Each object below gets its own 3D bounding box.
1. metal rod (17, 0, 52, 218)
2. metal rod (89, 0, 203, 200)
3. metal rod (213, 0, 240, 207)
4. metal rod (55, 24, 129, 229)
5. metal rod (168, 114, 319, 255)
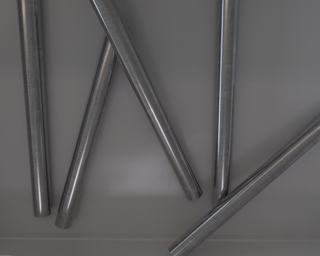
[{"bbox_3d":[-0.161,-0.015,0.404,0.025,0.025,0.298,4,110,-2],"label":"metal rod"},{"bbox_3d":[-0.009,-0.027,0.384,0.025,0.025,0.299,-22,115,8],"label":"metal rod"},{"bbox_3d":[0.084,-0.019,0.404,0.025,0.025,0.298,-2,110,1],"label":"metal rod"},{"bbox_3d":[-0.096,0.010,0.413,0.025,0.025,0.298,18,109,-7],"label":"metal rod"},{"bbox_3d":[0.129,0.075,0.419,0.300,0.025,0.025,-43,105,6],"label":"metal rod"}]
